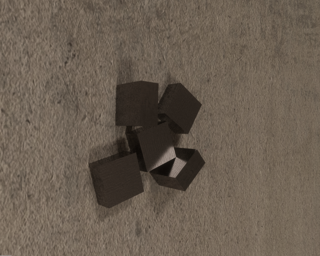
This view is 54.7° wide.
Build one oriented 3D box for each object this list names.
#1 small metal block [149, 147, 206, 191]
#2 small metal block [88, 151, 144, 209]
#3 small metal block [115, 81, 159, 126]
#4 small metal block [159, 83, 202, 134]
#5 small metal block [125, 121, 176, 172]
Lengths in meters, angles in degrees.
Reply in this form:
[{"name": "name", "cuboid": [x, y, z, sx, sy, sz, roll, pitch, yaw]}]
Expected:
[{"name": "small metal block", "cuboid": [0.023, 0.053, 0.410, 0.050, 0.050, 0.025, -49, 120, -29]}, {"name": "small metal block", "cuboid": [-0.051, 0.059, 0.364, 0.050, 0.025, 0.050, -18, 102, -39]}, {"name": "small metal block", "cuboid": [-0.028, -0.027, 0.367, 0.025, 0.050, 0.050, 2, 89, -40]}, {"name": "small metal block", "cuboid": [0.025, -0.026, 0.428, 0.050, 0.025, 0.050, 40, 65, -33]}, {"name": "small metal block", "cuboid": [-0.011, 0.023, 0.398, 0.050, 0.025, 0.050, -23, 105, -38]}]
